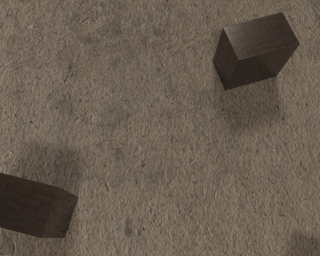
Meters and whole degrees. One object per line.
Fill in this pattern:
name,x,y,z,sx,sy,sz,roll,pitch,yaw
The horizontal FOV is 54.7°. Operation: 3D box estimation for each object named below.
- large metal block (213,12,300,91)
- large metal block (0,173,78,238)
large metal block,0.124,-0.100,0.417,0.081,0.080,0.050,-16,71,-6
large metal block,-0.147,0.087,0.345,0.080,0.080,0.050,13,71,4
